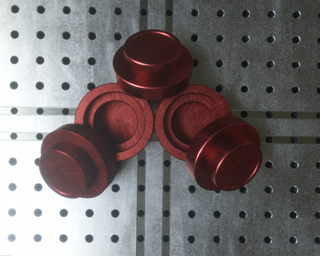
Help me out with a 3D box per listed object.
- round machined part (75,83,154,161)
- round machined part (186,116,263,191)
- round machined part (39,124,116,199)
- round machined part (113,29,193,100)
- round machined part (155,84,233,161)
[{"bbox_3d":[-0.057,-0.007,0.403,0.099,0.042,0.097,0,90,-1],"label":"round machined part"},{"bbox_3d":[0.085,0.038,0.379,0.099,0.042,0.097,-13,123,-22],"label":"round machined part"},{"bbox_3d":[-0.107,0.047,0.380,0.098,0.042,0.097,10,119,20],"label":"round machined part"},{"bbox_3d":[-0.009,-0.084,0.379,0.099,0.042,0.098,1,52,0],"label":"round machined part"},{"bbox_3d":[0.042,-0.006,0.405,0.099,0.042,0.097,0,90,-1],"label":"round machined part"}]
